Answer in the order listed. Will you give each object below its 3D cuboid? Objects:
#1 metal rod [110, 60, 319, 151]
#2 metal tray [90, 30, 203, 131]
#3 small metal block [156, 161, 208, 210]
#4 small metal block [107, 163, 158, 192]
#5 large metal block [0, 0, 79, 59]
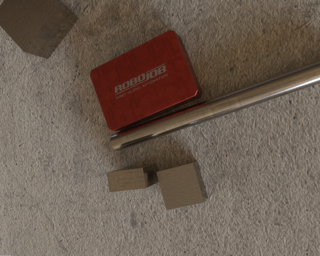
[{"bbox_3d":[0.073,-0.027,0.382,0.300,0.025,0.025,-19,84,18],"label":"metal rod"},{"bbox_3d":[-0.021,-0.059,0.413,0.130,0.030,0.090,-22,83,18],"label":"metal tray"},{"bbox_3d":[0.029,0.073,0.398,0.050,0.025,0.050,-17,84,18],"label":"small metal block"},{"bbox_3d":[-0.034,0.065,0.407,0.050,0.050,0.025,-10,87,19],"label":"small metal block"},{"bbox_3d":[-0.184,-0.163,0.459,0.080,0.050,0.080,46,104,14],"label":"large metal block"}]
